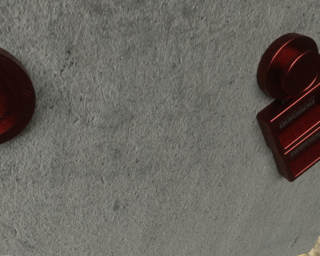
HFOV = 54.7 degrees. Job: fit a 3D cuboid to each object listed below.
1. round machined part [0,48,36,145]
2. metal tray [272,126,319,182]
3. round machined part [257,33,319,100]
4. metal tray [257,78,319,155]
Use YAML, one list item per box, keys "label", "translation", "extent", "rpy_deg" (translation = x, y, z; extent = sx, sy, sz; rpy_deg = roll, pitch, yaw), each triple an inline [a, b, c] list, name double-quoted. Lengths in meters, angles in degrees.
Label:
- label: "round machined part"
  translation: [-0.169, -0.032, 0.284]
  extent: [0.099, 0.042, 0.097]
  rpy_deg: [-14, 125, -21]
- label: "metal tray"
  translation: [0.275, 0.032, 0.577]
  extent: [0.130, 0.030, 0.090]
  rpy_deg: [-36, 130, -5]
- label: "round machined part"
  translation: [0.195, -0.085, 0.453]
  extent: [0.099, 0.042, 0.097]
  rpy_deg: [-14, 125, -21]
- label: "metal tray"
  translation: [0.231, -0.025, 0.517]
  extent: [0.130, 0.030, 0.090]
  rpy_deg: [-37, 130, -4]
